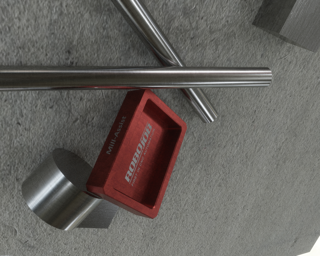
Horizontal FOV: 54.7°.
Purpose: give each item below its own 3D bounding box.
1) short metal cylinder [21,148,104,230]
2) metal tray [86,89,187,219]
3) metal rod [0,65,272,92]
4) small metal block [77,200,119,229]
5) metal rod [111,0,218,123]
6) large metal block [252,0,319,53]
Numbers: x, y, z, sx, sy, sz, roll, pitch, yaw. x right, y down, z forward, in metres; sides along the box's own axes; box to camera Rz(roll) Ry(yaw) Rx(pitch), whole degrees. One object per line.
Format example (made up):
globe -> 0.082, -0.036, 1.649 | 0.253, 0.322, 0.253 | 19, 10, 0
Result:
short metal cylinder -> -0.107, 0.069, 0.356 | 0.050, 0.080, 0.080 | -46, 130, 5
metal tray -> -0.021, 0.030, 0.367 | 0.090, 0.030, 0.130 | 41, 60, -39
metal rod -> -0.011, -0.055, 0.341 | 0.303, 0.025, 0.025 | -3, 120, -18
small metal block -> -0.089, 0.111, 0.428 | 0.050, 0.025, 0.050 | 15, 110, -35
metal rod -> -0.009, -0.101, 0.340 | 0.025, 0.025, 0.300 | -42, 130, 1
large metal block -> 0.180, -0.153, 0.397 | 0.081, 0.050, 0.079 | 11, 113, -33
